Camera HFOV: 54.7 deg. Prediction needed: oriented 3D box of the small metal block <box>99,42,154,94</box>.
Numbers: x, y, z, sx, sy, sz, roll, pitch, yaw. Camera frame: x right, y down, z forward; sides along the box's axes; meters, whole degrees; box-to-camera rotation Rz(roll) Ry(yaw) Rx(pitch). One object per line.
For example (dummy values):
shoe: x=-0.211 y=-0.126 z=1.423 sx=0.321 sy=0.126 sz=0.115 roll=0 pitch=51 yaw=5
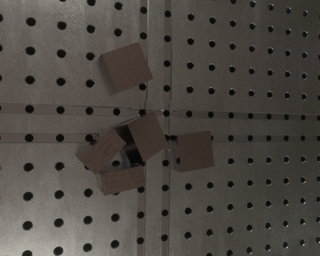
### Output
small metal block: x=-0.044 y=-0.076 z=0.397 sx=0.050 sy=0.025 sz=0.050 roll=-25 pitch=99 yaw=-19

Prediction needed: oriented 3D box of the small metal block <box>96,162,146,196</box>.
small metal block: x=-0.050 y=0.060 z=0.382 sx=0.050 sy=0.050 sz=0.025 roll=-10 pitch=94 yaw=-20

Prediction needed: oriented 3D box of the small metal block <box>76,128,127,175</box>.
small metal block: x=-0.072 y=0.027 z=0.373 sx=0.050 sy=0.050 sz=0.025 roll=-46 pitch=104 yaw=-14

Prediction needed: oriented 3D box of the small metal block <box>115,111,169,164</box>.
small metal block: x=-0.022 y=0.011 z=0.395 sx=0.050 sy=0.025 sz=0.050 roll=-30 pitch=101 yaw=-44

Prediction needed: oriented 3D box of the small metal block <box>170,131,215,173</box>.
small metal block: x=0.045 y=0.031 z=0.431 sx=0.050 sy=0.025 sz=0.050 roll=-8 pitch=93 yaw=-20
